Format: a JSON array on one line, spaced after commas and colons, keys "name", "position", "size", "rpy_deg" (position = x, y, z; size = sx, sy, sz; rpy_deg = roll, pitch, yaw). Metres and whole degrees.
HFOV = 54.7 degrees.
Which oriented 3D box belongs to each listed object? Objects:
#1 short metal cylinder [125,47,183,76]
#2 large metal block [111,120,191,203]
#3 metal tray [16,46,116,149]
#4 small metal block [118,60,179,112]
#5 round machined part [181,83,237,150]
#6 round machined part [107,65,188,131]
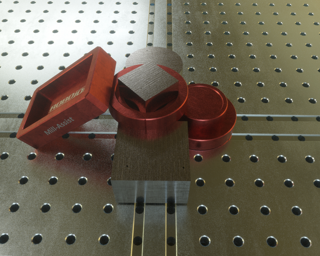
[{"name": "short metal cylinder", "position": [-0.008, -0.074, 0.453], "size": [0.080, 0.050, 0.080], "rpy_deg": [0, 50, 0]}, {"name": "large metal block", "position": [-0.009, 0.038, 0.355], "size": [0.080, 0.050, 0.080], "rpy_deg": [1, 50, 0]}, {"name": "metal tray", "position": [-0.117, -0.036, 0.387], "size": [0.130, 0.030, 0.090], "rpy_deg": [-25, 43, 28]}, {"name": "small metal block", "position": [-0.014, -0.048, 0.368], "size": [0.050, 0.025, 0.050], "rpy_deg": [-34, 58, -25]}, {"name": "round machined part", "position": [0.053, -0.022, 0.414], "size": [0.099, 0.042, 0.098], "rpy_deg": [0, 50, 0]}, {"name": "round machined part", "position": [-0.015, -0.033, 0.386], "size": [0.099, 0.042, 0.098], "rpy_deg": [0, 50, 0]}]
